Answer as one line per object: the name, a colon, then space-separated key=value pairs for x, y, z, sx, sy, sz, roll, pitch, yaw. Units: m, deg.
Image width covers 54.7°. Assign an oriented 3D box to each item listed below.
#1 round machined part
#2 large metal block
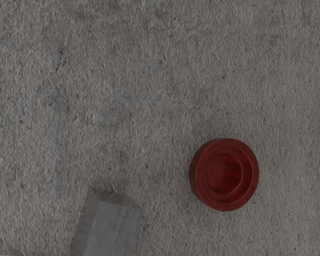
round machined part: x=0.084 y=0.062 z=0.431 sx=0.099 sy=0.042 sz=0.097 roll=0 pitch=90 yaw=-20
large metal block: x=-0.064 y=0.119 z=0.356 sx=0.050 sy=0.080 sz=0.080 roll=18 pitch=84 yaw=-19
